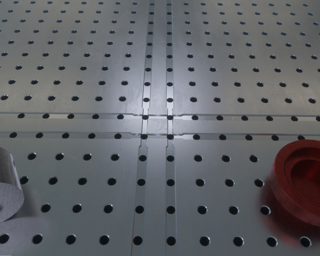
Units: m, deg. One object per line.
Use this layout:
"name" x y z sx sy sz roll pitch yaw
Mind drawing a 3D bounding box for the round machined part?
"round machined part" 0.171 0.064 0.344 0.099 0.042 0.098 0 50 0

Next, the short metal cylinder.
"short metal cylinder" -0.188 0.062 0.318 0.081 0.080 0.050 -22 54 -17
